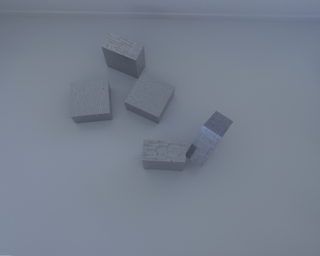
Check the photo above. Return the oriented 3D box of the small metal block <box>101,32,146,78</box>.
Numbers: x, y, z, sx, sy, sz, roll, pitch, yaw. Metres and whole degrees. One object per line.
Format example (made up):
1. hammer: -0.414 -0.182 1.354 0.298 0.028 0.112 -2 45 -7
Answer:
1. small metal block: -0.049 -0.100 0.432 0.050 0.050 0.025 23 72 8

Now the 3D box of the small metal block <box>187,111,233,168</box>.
1. small metal block: 0.061 0.013 0.382 0.025 0.050 0.050 34 34 11

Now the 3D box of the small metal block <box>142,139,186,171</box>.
1. small metal block: 0.005 0.035 0.384 0.050 0.050 0.025 3 70 1

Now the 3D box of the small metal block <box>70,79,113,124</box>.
1. small metal block: -0.093 -0.036 0.422 0.050 0.025 0.050 -6 70 -3

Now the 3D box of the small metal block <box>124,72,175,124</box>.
1. small metal block: -0.013 -0.041 0.424 0.050 0.025 0.050 25 72 8
